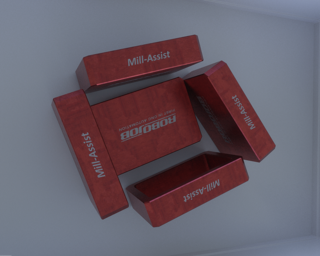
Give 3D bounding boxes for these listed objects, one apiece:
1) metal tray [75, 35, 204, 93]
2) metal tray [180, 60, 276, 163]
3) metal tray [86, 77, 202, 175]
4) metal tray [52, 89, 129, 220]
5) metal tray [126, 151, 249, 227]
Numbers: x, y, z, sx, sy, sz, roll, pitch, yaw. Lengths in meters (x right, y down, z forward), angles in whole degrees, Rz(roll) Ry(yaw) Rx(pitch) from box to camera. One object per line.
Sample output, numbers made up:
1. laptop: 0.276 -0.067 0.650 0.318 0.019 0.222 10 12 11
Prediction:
1. metal tray: -0.027 -0.073 0.364 0.131 0.090 0.030 -17 96 -20
2. metal tray: 0.083 -0.019 0.407 0.030 0.090 0.130 -38 103 -15
3. metal tray: -0.019 -0.004 0.399 0.131 0.030 0.090 -21 97 -19
4. metal tray: -0.081 0.027 0.344 0.030 0.090 0.129 -23 98 -19
5. metal tray: 0.031 0.069 0.387 0.131 0.090 0.030 -22 98 -19
